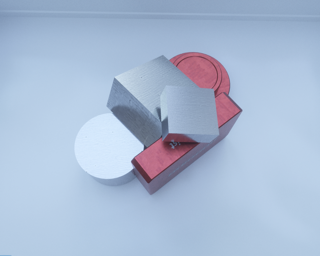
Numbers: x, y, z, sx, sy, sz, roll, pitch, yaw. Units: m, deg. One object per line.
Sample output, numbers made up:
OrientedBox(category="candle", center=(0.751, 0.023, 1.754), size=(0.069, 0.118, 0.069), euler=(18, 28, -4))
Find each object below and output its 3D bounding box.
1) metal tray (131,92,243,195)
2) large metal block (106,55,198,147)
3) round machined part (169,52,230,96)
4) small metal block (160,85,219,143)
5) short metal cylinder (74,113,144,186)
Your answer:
OrientedBox(category="metal tray", center=(0.030, 0.021, 0.365), size=(0.131, 0.090, 0.030), euler=(-36, 74, -13))
OrientedBox(category="large metal block", center=(-0.003, -0.031, 0.368), size=(0.080, 0.050, 0.081), euler=(45, 51, 14))
OrientedBox(category="round machined part", center=(0.047, -0.063, 0.422), size=(0.099, 0.042, 0.098), euler=(0, 70, -1))
OrientedBox(category="small metal block", center=(0.029, -0.013, 0.312), size=(0.050, 0.025, 0.050), euler=(2, 69, -14))
OrientedBox(category="short metal cylinder", center=(-0.059, 0.028, 0.383), size=(0.081, 0.050, 0.080), euler=(0, 70, 0))
